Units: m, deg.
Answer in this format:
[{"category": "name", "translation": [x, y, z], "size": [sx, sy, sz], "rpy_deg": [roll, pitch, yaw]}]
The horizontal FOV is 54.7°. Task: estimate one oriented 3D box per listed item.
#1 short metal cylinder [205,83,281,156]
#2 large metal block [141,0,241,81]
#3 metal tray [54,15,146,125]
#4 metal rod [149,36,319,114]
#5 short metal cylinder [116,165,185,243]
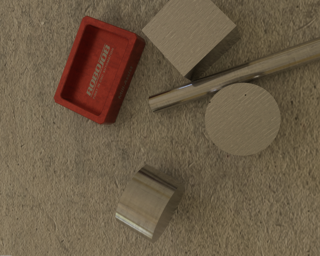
[{"category": "short metal cylinder", "translation": [0.097, -0.010, 0.361], "size": [0.080, 0.050, 0.080], "rpy_deg": [0, 90, 20]}, {"category": "large metal block", "translation": [0.039, -0.116, 0.382], "size": [0.080, 0.050, 0.080], "rpy_deg": [-43, 77, 15]}, {"category": "metal tray", "translation": [-0.086, -0.080, 0.436], "size": [0.090, 0.030, 0.129], "rpy_deg": [25, 98, 18]}, {"category": "metal rod", "translation": [0.127, -0.073, 0.364], "size": [0.300, 0.025, 0.025], "rpy_deg": [-17, 84, 19]}, {"category": "short metal cylinder", "translation": [-0.010, 0.093, 0.383], "size": [0.050, 0.080, 0.080], "rpy_deg": [25, 98, 18]}]
